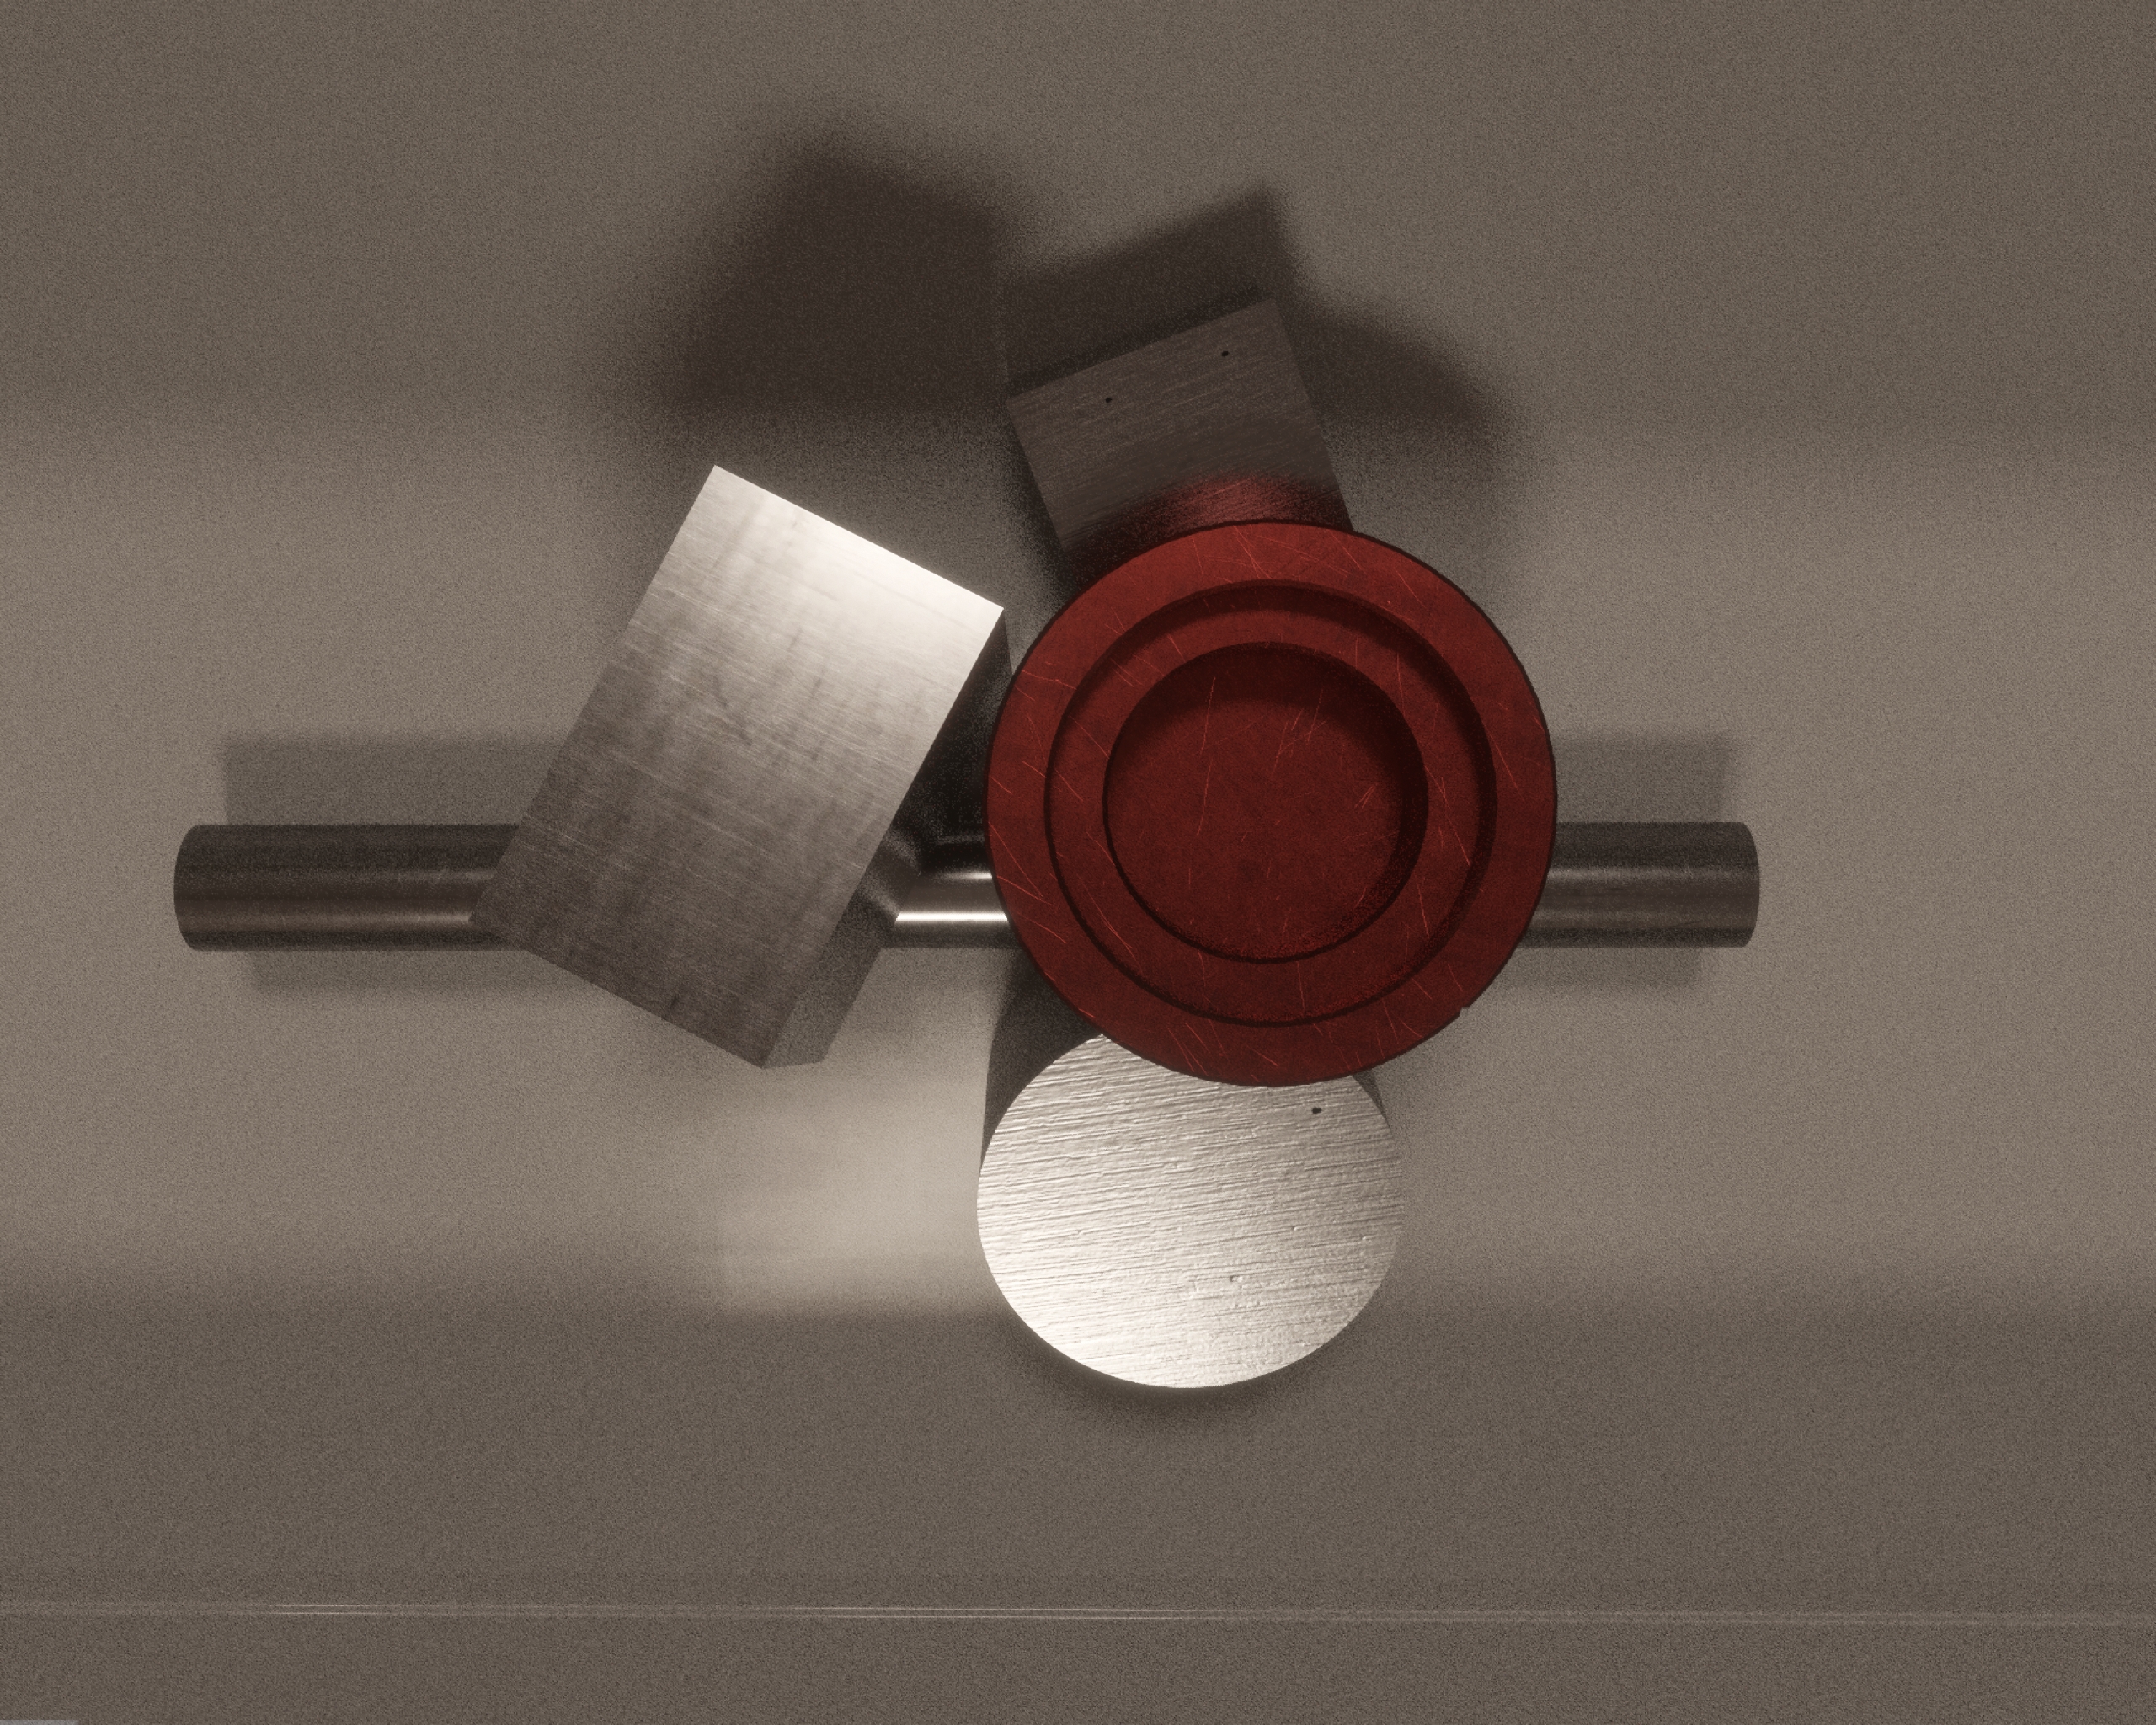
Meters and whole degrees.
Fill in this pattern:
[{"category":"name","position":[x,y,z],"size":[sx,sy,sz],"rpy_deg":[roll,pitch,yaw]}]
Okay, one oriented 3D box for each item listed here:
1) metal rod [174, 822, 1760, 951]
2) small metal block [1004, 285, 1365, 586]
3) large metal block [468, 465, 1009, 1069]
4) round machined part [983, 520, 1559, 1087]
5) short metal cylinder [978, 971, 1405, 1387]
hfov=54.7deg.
[{"category":"metal rod","position":[-0.020,0.005,0.410],"size":[0.302,0.025,0.025],"rpy_deg":[0,110,-1]},{"category":"small metal block","position":[0.019,-0.072,0.384],"size":[0.050,0.025,0.050],"rpy_deg":[-20,109,6]},{"category":"large metal block","position":[-0.052,-0.012,0.360],"size":[0.050,0.080,0.080],"rpy_deg":[27,85,2]},{"category":"round machined part","position":[0.033,-0.011,0.377],"size":[0.099,0.042,0.097],"rpy_deg":[0,93,0]},{"category":"short metal cylinder","position":[0.021,0.056,0.417],"size":[0.081,0.050,0.079],"rpy_deg":[0,110,-1]}]
